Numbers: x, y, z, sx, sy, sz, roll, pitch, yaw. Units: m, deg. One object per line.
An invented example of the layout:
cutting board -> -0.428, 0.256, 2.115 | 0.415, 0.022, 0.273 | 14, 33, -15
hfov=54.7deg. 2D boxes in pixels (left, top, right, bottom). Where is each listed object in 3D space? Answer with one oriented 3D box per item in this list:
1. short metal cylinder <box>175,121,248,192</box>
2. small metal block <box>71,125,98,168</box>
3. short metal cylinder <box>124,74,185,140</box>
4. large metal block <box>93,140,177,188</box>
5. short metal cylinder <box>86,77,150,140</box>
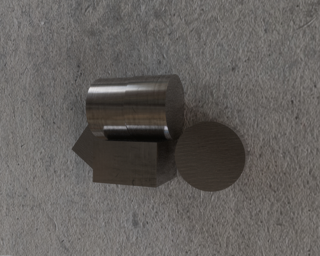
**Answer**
short metal cylinder -> 0.064, 0.032, 0.374 | 0.080, 0.050, 0.079 | 0, 90, 20
small metal block -> -0.089, 0.026, 0.442 | 0.050, 0.025, 0.050 | 39, 102, 15
short metal cylinder -> -0.004, -0.025, 0.383 | 0.050, 0.080, 0.079 | 1, 90, 20
large metal block -> -0.028, 0.040, 0.391 | 0.080, 0.080, 0.050 | 1, 91, 20
short metal cylinder -> -0.051, -0.025, 0.400 | 0.050, 0.080, 0.079 | 1, 90, 20
